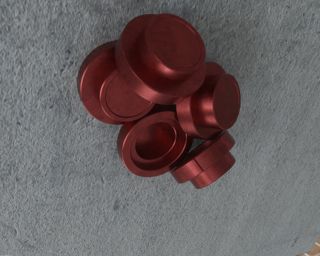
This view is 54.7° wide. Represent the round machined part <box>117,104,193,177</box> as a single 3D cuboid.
[{"bbox_3d":[-0.009,0.012,0.401,0.099,0.042,0.097,-14,125,-21],"label":"round machined part"}]

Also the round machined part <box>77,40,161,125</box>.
[{"bbox_3d":[-0.040,-0.046,0.350,0.099,0.042,0.097,-14,125,-21],"label":"round machined part"}]

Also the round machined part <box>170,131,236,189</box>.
[{"bbox_3d":[0.065,0.047,0.428,0.098,0.098,0.042,-37,89,-4],"label":"round machined part"}]

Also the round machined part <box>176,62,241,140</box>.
[{"bbox_3d":[0.067,-0.033,0.387,0.099,0.042,0.097,-8,101,-49],"label":"round machined part"}]

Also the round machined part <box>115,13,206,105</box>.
[{"bbox_3d":[0.007,-0.077,0.318,0.099,0.098,0.042,1,160,-29],"label":"round machined part"}]
